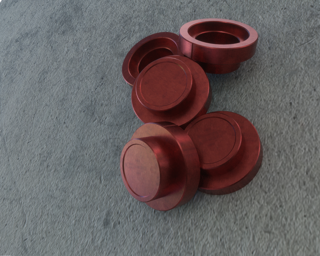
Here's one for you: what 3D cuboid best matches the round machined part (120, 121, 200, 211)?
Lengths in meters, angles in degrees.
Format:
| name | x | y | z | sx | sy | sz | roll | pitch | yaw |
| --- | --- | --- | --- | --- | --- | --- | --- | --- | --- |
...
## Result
| name | x | y | z | sx | sy | sz | roll | pitch | yaw |
| --- | --- | --- | --- | --- | --- | --- | --- | --- | --- |
| round machined part | -0.007 | 0.043 | 0.338 | 0.098 | 0.042 | 0.097 | 8 | 101 | 47 |

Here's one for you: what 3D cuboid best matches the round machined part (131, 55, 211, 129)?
| name | x | y | z | sx | sy | sz | roll | pitch | yaw |
| --- | --- | --- | --- | --- | --- | --- | --- | --- | --- |
| round machined part | 0.010 | -0.045 | 0.373 | 0.098 | 0.042 | 0.098 | -6 | 71 | 17 |

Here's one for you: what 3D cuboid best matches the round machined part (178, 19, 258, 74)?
| name | x | y | z | sx | sy | sz | roll | pitch | yaw |
| --- | --- | --- | --- | --- | --- | --- | --- | --- | --- |
| round machined part | 0.073 | -0.104 | 0.401 | 0.099 | 0.042 | 0.098 | 0 | 39 | 0 |

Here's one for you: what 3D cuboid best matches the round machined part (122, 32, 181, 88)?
| name | x | y | z | sx | sy | sz | roll | pitch | yaw |
| --- | --- | --- | --- | --- | --- | --- | --- | --- | --- |
| round machined part | -0.002 | -0.087 | 0.448 | 0.098 | 0.042 | 0.098 | -13 | 56 | 20 |

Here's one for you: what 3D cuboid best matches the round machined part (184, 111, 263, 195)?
| name | x | y | z | sx | sy | sz | roll | pitch | yaw |
| --- | --- | --- | --- | --- | --- | --- | --- | --- | --- |
| round machined part | 0.062 | 0.022 | 0.348 | 0.098 | 0.042 | 0.098 | -13 | 56 | 20 |
